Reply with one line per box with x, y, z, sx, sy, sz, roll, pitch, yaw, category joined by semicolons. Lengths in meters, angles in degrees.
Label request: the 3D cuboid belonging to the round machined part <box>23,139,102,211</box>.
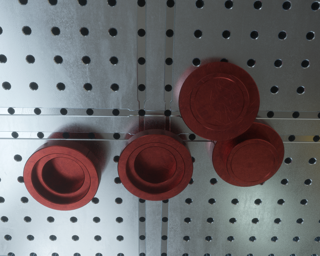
-0.129;0.060;0.425;0.099;0.042;0.097;0;110;-1;round machined part

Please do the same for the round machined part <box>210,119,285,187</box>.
0.120;0.038;0.420;0.099;0.042;0.097;0;110;-1;round machined part

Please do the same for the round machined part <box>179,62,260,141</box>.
0.072;-0.032;0.379;0.099;0.042;0.097;1;95;8;round machined part

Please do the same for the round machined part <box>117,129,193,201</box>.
-0.006;0.046;0.421;0.099;0.042;0.097;0;110;-1;round machined part
